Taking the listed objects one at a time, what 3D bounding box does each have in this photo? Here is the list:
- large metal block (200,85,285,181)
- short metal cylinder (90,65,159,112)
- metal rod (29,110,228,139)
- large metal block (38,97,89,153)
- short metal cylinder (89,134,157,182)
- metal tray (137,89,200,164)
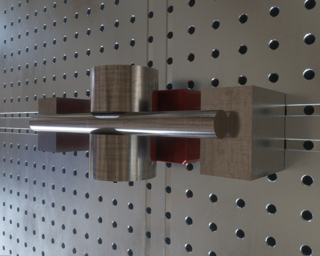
[{"bbox_3d":[0.083,0.004,0.304,0.050,0.081,0.080,1,91,40],"label":"large metal block"},{"bbox_3d":[-0.042,-0.043,0.369,0.080,0.081,0.050,1,91,40],"label":"short metal cylinder"},{"bbox_3d":[-0.064,-0.005,0.357,0.300,0.025,0.025,1,91,40],"label":"metal rod"},{"bbox_3d":[-0.142,-0.005,0.489,0.050,0.081,0.080,1,91,40],"label":"large metal block"},{"bbox_3d":[-0.044,0.032,0.371,0.080,0.081,0.050,1,91,40],"label":"short metal cylinder"},{"bbox_3d":[-0.009,-0.003,0.414,0.130,0.030,0.089,2,91,40],"label":"metal tray"}]
